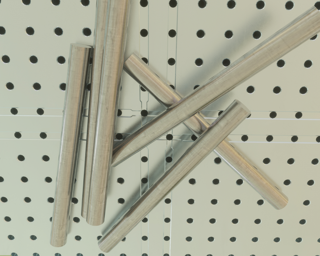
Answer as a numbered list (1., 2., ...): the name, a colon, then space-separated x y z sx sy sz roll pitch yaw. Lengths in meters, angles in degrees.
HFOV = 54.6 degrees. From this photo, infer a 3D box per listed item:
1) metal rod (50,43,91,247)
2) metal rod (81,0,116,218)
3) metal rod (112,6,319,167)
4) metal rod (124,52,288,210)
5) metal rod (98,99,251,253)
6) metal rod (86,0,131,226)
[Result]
1. metal rod: -0.126 0.037 0.425 0.025 0.025 0.298 11 110 -4
2. metal rod: -0.082 -0.011 0.408 0.025 0.025 0.298 8 110 -3
3. metal rod: 0.044 -0.033 0.366 0.299 0.025 0.025 -34 107 25
4. metal rod: 0.068 0.012 0.418 0.300 0.025 0.025 42 105 -14
5. metal rod: 0.007 0.078 0.424 0.025 0.025 0.299 37 112 -13
6. metal rod: -0.067 -0.009 0.386 0.025 0.025 0.298 9 109 -3
